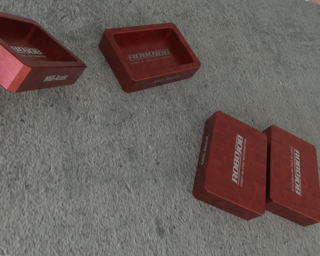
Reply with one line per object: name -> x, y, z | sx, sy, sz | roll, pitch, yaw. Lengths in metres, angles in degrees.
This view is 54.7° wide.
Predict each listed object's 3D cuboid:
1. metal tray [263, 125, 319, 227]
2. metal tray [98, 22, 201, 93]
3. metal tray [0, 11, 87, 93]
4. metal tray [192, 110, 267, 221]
metal tray -> 0.191, 0.068, 0.462 | 0.090, 0.030, 0.130 | 25, 53, -13
metal tray -> -0.012, -0.108, 0.459 | 0.131, 0.030, 0.090 | -20, 72, -35
metal tray -> -0.144, -0.082, 0.327 | 0.090, 0.030, 0.130 | 41, 15, 0
metal tray -> 0.100, 0.048, 0.425 | 0.090, 0.030, 0.130 | 26, 53, -12
